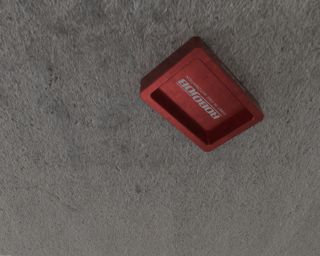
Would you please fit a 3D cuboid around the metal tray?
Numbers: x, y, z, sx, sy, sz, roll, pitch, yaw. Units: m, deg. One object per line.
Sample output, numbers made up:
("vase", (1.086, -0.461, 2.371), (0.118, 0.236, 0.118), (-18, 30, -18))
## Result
("metal tray", (0.051, -0.034, 0.374), (0.090, 0.030, 0.130), (-36, 122, 26))
